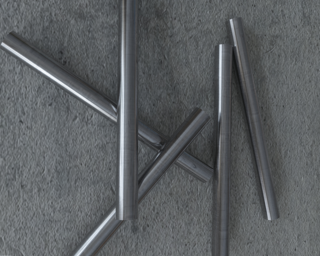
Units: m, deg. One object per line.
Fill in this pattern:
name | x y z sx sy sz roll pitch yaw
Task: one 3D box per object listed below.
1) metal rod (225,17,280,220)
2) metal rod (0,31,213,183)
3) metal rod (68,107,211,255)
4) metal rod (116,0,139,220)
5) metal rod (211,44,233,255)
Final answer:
metal rod | 0.138 -0.010 0.459 0.025 0.025 0.298 -14 95 -20
metal rod | -0.052 -0.016 0.389 0.301 0.025 0.025 35 79 -17
metal rod | -0.042 0.094 0.376 0.025 0.025 0.300 43 83 -15
metal rod | -0.039 -0.046 0.371 0.025 0.025 0.298 3 81 -20
metal rod | 0.088 0.033 0.441 0.025 0.025 0.298 1 90 -20
